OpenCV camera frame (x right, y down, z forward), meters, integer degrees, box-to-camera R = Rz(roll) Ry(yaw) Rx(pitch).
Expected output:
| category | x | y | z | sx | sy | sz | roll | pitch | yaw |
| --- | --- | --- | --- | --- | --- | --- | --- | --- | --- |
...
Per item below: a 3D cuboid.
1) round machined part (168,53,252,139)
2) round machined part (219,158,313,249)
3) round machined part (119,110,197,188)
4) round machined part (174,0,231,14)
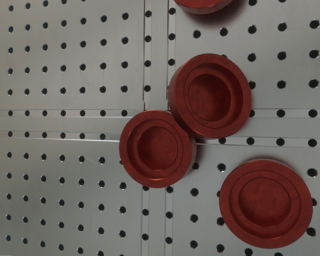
| category | x | y | z | sx | sy | sz | roll | pitch | yaw |
| --- | --- | --- | --- | --- | --- | --- | --- | --- | --- |
| round machined part | 0.055 | -0.034 | 0.367 | 0.099 | 0.042 | 0.098 | 3 | 82 | -19 |
| round machined part | 0.121 | 0.084 | 0.361 | 0.098 | 0.042 | 0.097 | 0 | 90 | 20 |
| round machined part | 0.000 | 0.025 | 0.402 | 0.098 | 0.042 | 0.097 | 1 | 92 | 22 |
| round machined part | 0.057 | -0.190 | 0.384 | 0.098 | 0.042 | 0.097 | 0 | 90 | 20 |
